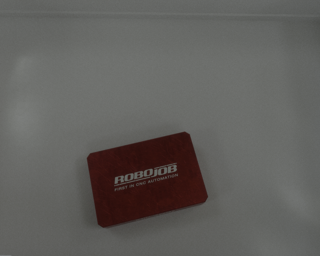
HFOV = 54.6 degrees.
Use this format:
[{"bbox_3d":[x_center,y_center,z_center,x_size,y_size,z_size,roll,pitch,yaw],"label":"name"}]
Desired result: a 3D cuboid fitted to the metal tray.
[{"bbox_3d":[-0.016,0.063,0.384,0.131,0.030,0.090,-13,71,-5],"label":"metal tray"}]
